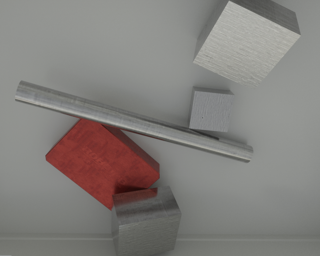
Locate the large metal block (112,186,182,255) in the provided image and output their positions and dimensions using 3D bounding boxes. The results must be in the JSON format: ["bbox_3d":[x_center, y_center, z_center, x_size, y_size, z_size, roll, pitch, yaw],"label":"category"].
[{"bbox_3d":[-0.022,0.131,0.424,0.081,0.050,0.079,-6,128,-17],"label":"large metal block"}]

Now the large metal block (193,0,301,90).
[{"bbox_3d":[0.093,-0.100,0.345,0.080,0.050,0.079,22,137,-9],"label":"large metal block"}]

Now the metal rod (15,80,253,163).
[{"bbox_3d":[-0.019,-0.003,0.389,0.302,0.025,0.025,16,110,-14],"label":"metal rod"}]

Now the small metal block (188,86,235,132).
[{"bbox_3d":[0.065,-0.024,0.403,0.050,0.025,0.050,6,110,-3],"label":"small metal block"}]

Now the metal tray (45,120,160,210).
[{"bbox_3d":[-0.075,0.047,0.425,0.130,0.030,0.090,43,104,-15],"label":"metal tray"}]
